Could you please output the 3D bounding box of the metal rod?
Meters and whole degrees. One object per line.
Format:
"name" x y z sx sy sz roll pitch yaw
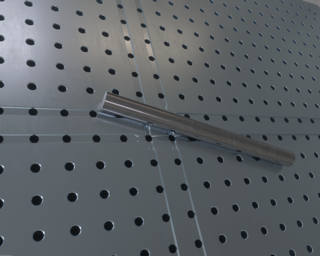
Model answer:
"metal rod" 0.066 0.007 0.438 0.302 0.025 0.025 17 55 -19
